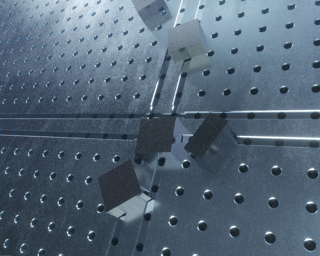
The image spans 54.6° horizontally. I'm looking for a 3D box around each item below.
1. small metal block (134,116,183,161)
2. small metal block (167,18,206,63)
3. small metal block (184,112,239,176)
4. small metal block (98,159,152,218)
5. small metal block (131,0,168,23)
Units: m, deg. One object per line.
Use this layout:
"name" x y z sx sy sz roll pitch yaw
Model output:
"small metal block" -0.001 0.014 0.401 0.050 0.025 0.050 -5 60 26
"small metal block" 0.040 -0.132 0.469 0.050 0.025 0.050 -14 56 20
"small metal block" 0.060 0.019 0.350 0.025 0.050 0.050 30 78 38
"small metal block" -0.045 0.075 0.387 0.050 0.025 0.050 -31 52 8
"small metal block" -0.020 -0.226 0.559 0.050 0.025 0.050 -29 52 10
